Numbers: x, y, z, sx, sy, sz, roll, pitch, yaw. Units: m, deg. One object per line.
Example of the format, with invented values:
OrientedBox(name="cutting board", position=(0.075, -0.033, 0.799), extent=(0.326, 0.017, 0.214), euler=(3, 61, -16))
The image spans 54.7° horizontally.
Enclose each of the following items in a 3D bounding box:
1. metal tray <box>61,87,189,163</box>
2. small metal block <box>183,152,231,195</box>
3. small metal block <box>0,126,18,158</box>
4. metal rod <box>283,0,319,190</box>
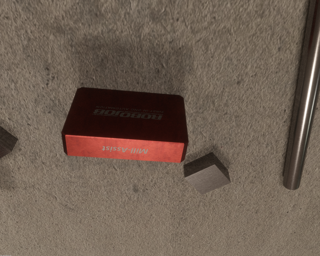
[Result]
OrientedBox(name="metal tray", position=(-0.037, -0.006, 0.358), extent=(0.131, 0.090, 0.030), euler=(4, 130, -4))
OrientedBox(name="small metal block", position=(0.071, 0.069, 0.468), extent=(0.050, 0.025, 0.050), euler=(-29, 125, 22))
OrientedBox(name="small metal block", position=(-0.234, 0.019, 0.420), extent=(0.050, 0.025, 0.050), euler=(-27, 126, 20))
OrientedBox(name="metal rod", position=(0.182, -0.025, 0.388), extent=(0.025, 0.025, 0.298), euler=(-7, 130, 5))
